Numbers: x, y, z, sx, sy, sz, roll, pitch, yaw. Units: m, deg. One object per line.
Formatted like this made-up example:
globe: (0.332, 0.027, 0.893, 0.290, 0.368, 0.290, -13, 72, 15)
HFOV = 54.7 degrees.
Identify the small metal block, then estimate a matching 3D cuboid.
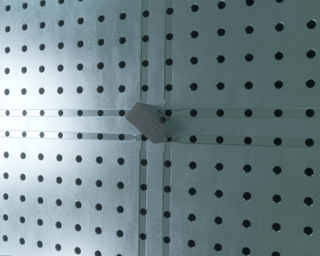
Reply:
small metal block: (-0.010, -0.006, 0.402, 0.050, 0.050, 0.025, 42, 103, 15)
